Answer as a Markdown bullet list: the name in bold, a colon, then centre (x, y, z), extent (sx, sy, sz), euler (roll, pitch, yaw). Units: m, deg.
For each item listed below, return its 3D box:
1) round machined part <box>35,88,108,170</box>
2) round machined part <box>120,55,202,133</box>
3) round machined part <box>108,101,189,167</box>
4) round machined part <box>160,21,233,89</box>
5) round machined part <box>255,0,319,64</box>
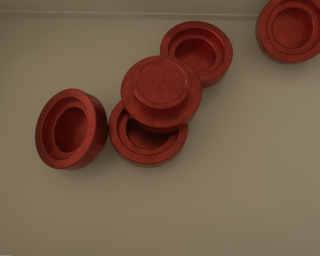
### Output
- **round machined part**: centre (-0.104, 0.004, 0.383), extent (0.098, 0.042, 0.098), euler (-7, 75, 28)
- **round machined part**: centre (0.002, -0.047, 0.373), extent (0.099, 0.042, 0.098), euler (0, 70, -1)
- **round machined part**: centre (-0.014, 0.004, 0.399), extent (0.099, 0.042, 0.098), euler (0, 70, -1)
- **round machined part**: centre (0.049, -0.098, 0.437), extent (0.099, 0.042, 0.098), euler (0, 70, -1)
- **round machined part**: centre (0.186, -0.140, 0.441), extent (0.099, 0.042, 0.097), euler (1, 96, 5)
